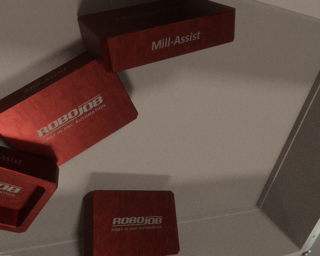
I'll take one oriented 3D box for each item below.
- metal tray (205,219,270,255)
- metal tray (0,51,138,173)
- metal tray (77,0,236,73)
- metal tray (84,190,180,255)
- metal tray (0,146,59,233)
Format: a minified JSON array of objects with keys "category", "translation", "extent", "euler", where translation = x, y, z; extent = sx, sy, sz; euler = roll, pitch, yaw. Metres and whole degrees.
[{"category":"metal tray","translation":[0.169,0.263,0.666],"extent":[0.130,0.030,0.090],"euler":[-37,130,-4]},{"category":"metal tray","translation":[-0.100,-0.017,0.341],"extent":[0.131,0.030,0.090],"euler":[-32,129,-8]},{"category":"metal tray","translation":[-0.005,-0.098,0.304],"extent":[0.131,0.090,0.030],"euler":[-19,126,-18]},{"category":"metal tray","translation":[-0.037,0.135,0.432],"extent":[0.131,0.090,0.030],"euler":[8,156,-32]},{"category":"metal tray","translation":[-0.184,0.057,0.316],"extent":[0.131,0.030,0.090],"euler":[25,117,-29]}]
